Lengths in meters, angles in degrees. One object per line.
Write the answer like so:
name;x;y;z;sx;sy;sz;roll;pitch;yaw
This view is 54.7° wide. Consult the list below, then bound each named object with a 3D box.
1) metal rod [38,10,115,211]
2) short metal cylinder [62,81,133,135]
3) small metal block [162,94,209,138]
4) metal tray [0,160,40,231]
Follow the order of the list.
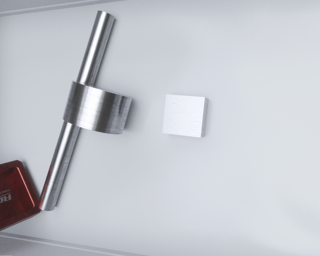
metal rod;-0.124;-0.020;0.452;0.025;0.025;0.298;21;97;18
short metal cylinder;-0.082;-0.027;0.409;0.080;0.080;0.050;18;96;18
small metal block;0.033;-0.016;0.398;0.050;0.025;0.050;6;92;19
metal tray;-0.248;0.105;0.439;0.030;0.131;0.090;-35;78;37
